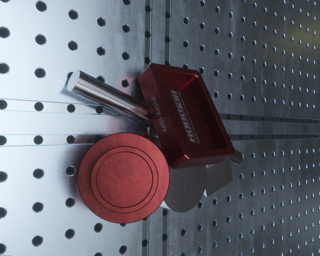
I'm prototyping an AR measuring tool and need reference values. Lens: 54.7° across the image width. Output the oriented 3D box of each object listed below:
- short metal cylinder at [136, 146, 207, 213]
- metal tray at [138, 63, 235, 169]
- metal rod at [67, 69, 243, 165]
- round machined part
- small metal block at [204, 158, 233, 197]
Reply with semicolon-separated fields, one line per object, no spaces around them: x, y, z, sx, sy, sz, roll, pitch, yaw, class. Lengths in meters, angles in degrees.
0.015;0.064;0.401;0.081;0.050;0.079;0;90;-40;short metal cylinder
0.033;-0.017;0.391;0.091;0.030;0.130;0;61;-41;metal tray
0.017;-0.001;0.419;0.302;0.025;0.025;25;75;-37;metal rod
-0.038;0.053;0.332;0.099;0.042;0.097;1;86;-7;round machined part
0.077;0.065;0.456;0.050;0.025;0.050;-29;125;-20;small metal block
